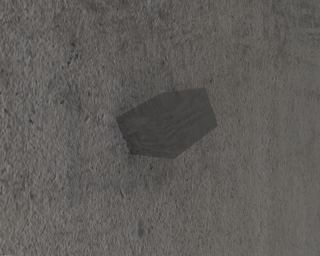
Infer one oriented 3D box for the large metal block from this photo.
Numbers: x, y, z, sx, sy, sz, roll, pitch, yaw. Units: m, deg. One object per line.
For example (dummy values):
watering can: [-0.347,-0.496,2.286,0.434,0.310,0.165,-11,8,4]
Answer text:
large metal block: [0.008,-0.007,0.375,0.080,0.080,0.050,-33,111,-35]
